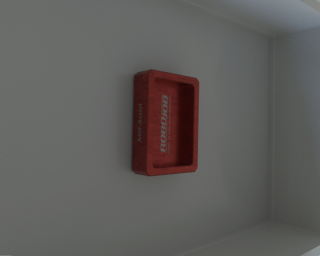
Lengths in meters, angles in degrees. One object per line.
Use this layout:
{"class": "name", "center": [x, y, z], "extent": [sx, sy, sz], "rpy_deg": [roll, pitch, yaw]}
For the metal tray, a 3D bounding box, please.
{"class": "metal tray", "center": [0.010, -0.005, 0.409], "extent": [0.091, 0.030, 0.129], "rpy_deg": [2, 88, -41]}
